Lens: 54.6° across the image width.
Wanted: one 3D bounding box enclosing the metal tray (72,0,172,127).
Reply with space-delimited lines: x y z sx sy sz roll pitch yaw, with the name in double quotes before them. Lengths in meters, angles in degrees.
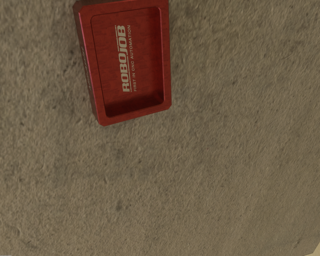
"metal tray" -0.036 -0.073 0.338 0.091 0.030 0.129 -16 125 -19
